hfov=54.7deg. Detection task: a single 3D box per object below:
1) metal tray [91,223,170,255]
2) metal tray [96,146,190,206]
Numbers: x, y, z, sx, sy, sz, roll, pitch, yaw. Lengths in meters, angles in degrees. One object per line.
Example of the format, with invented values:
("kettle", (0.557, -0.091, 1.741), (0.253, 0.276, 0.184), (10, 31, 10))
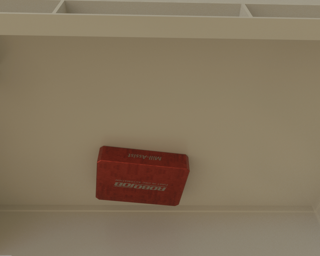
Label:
("metal tray", (-0.057, 0.239, 0.611), (0.131, 0.030, 0.089), (23, 126, -19))
("metal tray", (-0.028, 0.075, 0.470), (0.131, 0.030, 0.089), (6, 130, -6))
